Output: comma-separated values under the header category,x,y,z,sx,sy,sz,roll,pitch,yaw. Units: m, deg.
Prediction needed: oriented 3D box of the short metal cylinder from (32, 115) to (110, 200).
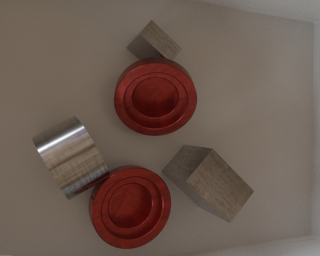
category,x,y,z,sx,sy,sz,roll,pitch,yaw
short metal cylinder,-0.098,0.033,0.346,0.050,0.080,0.080,-31,100,-18

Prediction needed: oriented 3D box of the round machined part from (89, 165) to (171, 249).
category,x,y,z,sx,sy,sz,roll,pitch,yaw
round machined part,-0.040,0.094,0.386,0.099,0.042,0.097,-1,93,-23

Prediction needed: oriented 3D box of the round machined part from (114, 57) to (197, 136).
category,x,y,z,sx,sy,sz,roll,pitch,yaw
round machined part,-0.006,-0.042,0.384,0.099,0.042,0.097,-2,123,-3

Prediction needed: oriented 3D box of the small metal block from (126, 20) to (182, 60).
category,x,y,z,sx,sy,sz,roll,pitch,yaw
small metal block,-0.008,-0.102,0.394,0.050,0.050,0.025,40,72,-16

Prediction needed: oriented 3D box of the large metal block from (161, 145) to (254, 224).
category,x,y,z,sx,sy,sz,roll,pitch,yaw
large metal block,0.059,0.069,0.405,0.080,0.080,0.050,45,76,-15
